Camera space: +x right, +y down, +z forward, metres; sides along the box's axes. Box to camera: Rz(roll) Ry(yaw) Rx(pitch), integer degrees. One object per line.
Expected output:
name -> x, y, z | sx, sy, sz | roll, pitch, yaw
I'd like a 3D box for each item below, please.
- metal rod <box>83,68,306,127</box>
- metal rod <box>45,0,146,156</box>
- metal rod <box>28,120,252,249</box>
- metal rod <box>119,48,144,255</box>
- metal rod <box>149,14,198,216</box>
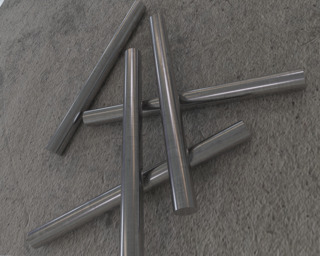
metal rod -> 0.027, -0.035, 0.411 | 0.300, 0.025, 0.025 | -9, 58, 23
metal rod -> -0.098, -0.091, 0.511 | 0.025, 0.025, 0.300 | 14, 68, 34
metal rod -> -0.032, 0.073, 0.375 | 0.300, 0.025, 0.025 | -29, 52, 9
metal rod -> -0.033, 0.017, 0.377 | 0.025, 0.025, 0.299 | -16, 55, 19
metal rod -> 0.011, -0.041, 0.389 | 0.025, 0.025, 0.299 | -19, 54, 17
